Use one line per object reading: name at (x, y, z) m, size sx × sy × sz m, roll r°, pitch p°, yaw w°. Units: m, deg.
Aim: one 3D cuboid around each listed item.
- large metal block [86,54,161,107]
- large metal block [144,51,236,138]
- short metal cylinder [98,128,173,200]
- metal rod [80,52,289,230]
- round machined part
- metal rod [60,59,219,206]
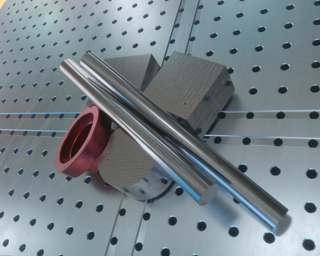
large metal block at (-0.046, -0.054, 0.441) m, size 0.080 × 0.050 × 0.080 m, roll 1°, pitch 62°, yaw 28°
large metal block at (0.035, -0.043, 0.394) m, size 0.080 × 0.050 × 0.080 m, roll 27°, pitch 77°, yaw 37°
short metal cylinder at (-0.027, 0.041, 0.375) m, size 0.080 × 0.050 × 0.080 m, roll -13°, pitch 56°, yaw 21°
metal rod at (0.009, -0.002, 0.352) m, size 0.300 × 0.025 × 0.025 m, roll 40°, pitch 85°, yaw 24°
round machined part at (-0.094, 0.022, 0.414) m, size 0.098 × 0.042 × 0.098 m, roll -35°, pitch 36°, yaw 31°
metal rod at (-0.047, -0.016, 0.372) m, size 0.025 × 0.025 × 0.300 m, roll -47°, pitch 52°, yaw -4°
